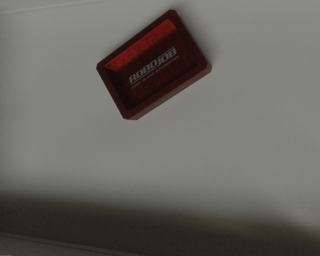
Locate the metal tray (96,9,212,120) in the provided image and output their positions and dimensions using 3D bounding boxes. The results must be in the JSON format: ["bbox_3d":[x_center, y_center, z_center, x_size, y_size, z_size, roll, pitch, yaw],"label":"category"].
[{"bbox_3d":[-0.010,-0.080,0.410,0.130,0.030,0.090,-32,80,16],"label":"metal tray"}]
